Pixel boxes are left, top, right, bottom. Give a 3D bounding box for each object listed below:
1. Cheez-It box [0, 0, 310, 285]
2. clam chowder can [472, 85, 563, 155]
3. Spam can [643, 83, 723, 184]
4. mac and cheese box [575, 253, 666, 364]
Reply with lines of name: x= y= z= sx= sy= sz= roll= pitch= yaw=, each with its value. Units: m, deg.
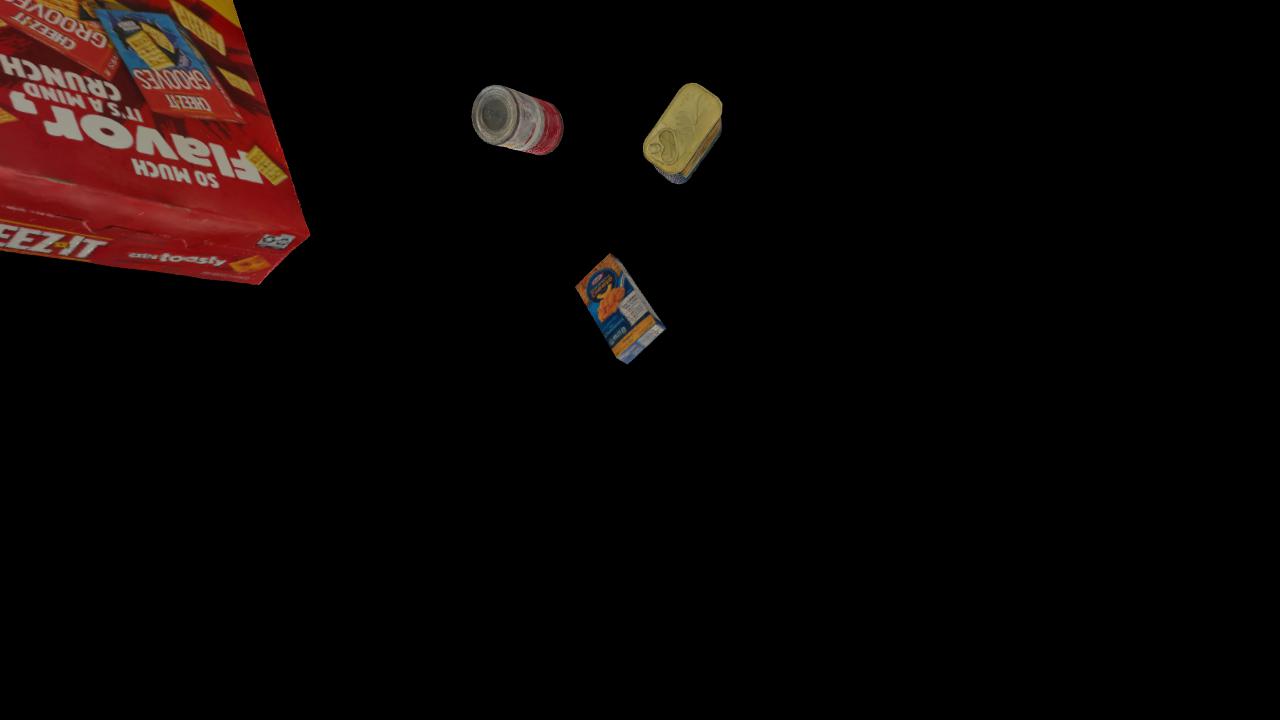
Cheez-It box: x=-0.311 y=-0.161 z=0.354 sx=0.071 sy=0.223 sz=0.166 roll=-32 pitch=-14 yaw=24
clam chowder can: x=-0.148 y=-0.291 z=0.752 sx=0.068 sy=0.068 sz=0.102 roll=0 pitch=11 yaw=23
Spam can: x=0.055 y=-0.267 z=0.740 sx=0.058 sy=0.101 sz=0.085 roll=38 pitch=11 yaw=4
mac and cheese box: x=-0.037 y=-0.091 z=1.053 sx=0.093 sy=0.184 sz=0.041 roll=-43 pitch=-36 yaw=15
